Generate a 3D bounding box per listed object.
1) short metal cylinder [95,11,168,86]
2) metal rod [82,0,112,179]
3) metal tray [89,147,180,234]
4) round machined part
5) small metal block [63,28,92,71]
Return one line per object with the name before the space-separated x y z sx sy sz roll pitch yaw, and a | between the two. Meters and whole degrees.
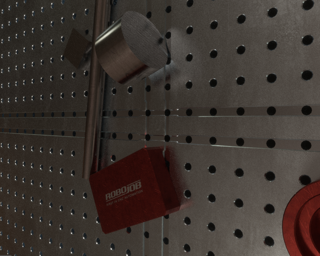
short metal cylinder | -0.036 -0.102 0.401 0.050 0.081 0.080 -25 74 37
metal rod | -0.100 -0.068 0.488 0.025 0.025 0.298 9 96 39
metal tray | -0.041 0.090 0.438 0.130 0.030 0.090 -29 72 36
round machined part | 0.161 0.089 0.265 0.098 0.042 0.097 0 90 39
small metal block | -0.130 -0.130 0.514 0.050 0.025 0.050 43 116 31
